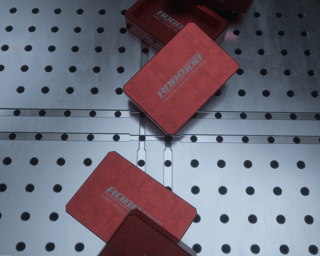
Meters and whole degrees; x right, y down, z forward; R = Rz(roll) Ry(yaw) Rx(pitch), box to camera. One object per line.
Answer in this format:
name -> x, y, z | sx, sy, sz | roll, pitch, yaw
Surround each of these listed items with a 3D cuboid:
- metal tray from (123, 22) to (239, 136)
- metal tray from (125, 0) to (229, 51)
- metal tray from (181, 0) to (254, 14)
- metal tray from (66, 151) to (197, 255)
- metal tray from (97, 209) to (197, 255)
metal tray -> 0.028, -0.064, 0.412 | 0.090, 0.030, 0.130 | 44, 85, 3
metal tray -> 0.024, -0.155, 0.465 | 0.130, 0.030, 0.090 | 38, 74, 12
metal tray -> 0.075, -0.227, 0.472 | 0.131, 0.030, 0.090 | 10, 57, -6
metal tray -> -0.033, 0.100, 0.372 | 0.130, 0.030, 0.090 | 34, 73, 11
metal tray -> -0.032, 0.164, 0.326 | 0.090, 0.030, 0.130 | 36, 86, 2
